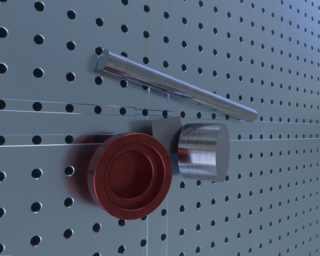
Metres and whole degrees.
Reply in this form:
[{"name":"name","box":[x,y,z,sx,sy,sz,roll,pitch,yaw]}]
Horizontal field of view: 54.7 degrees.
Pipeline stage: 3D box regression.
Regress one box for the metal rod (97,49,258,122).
[{"name":"metal rod","box":[0.048,-0.050,0.451,0.302,0.025,0.025,14,81,-39]}]

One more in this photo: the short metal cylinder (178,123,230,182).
[{"name":"short metal cylinder","box":[0.063,0.033,0.429,0.080,0.050,0.079,1,90,-65]}]

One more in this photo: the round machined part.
[{"name":"round machined part","box":[-0.038,0.053,0.363,0.099,0.042,0.097,-2,93,-32]}]

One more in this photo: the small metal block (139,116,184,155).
[{"name":"small metal block","box":[0.003,0.012,0.413,0.050,0.025,0.050,-9,96,-40]}]
